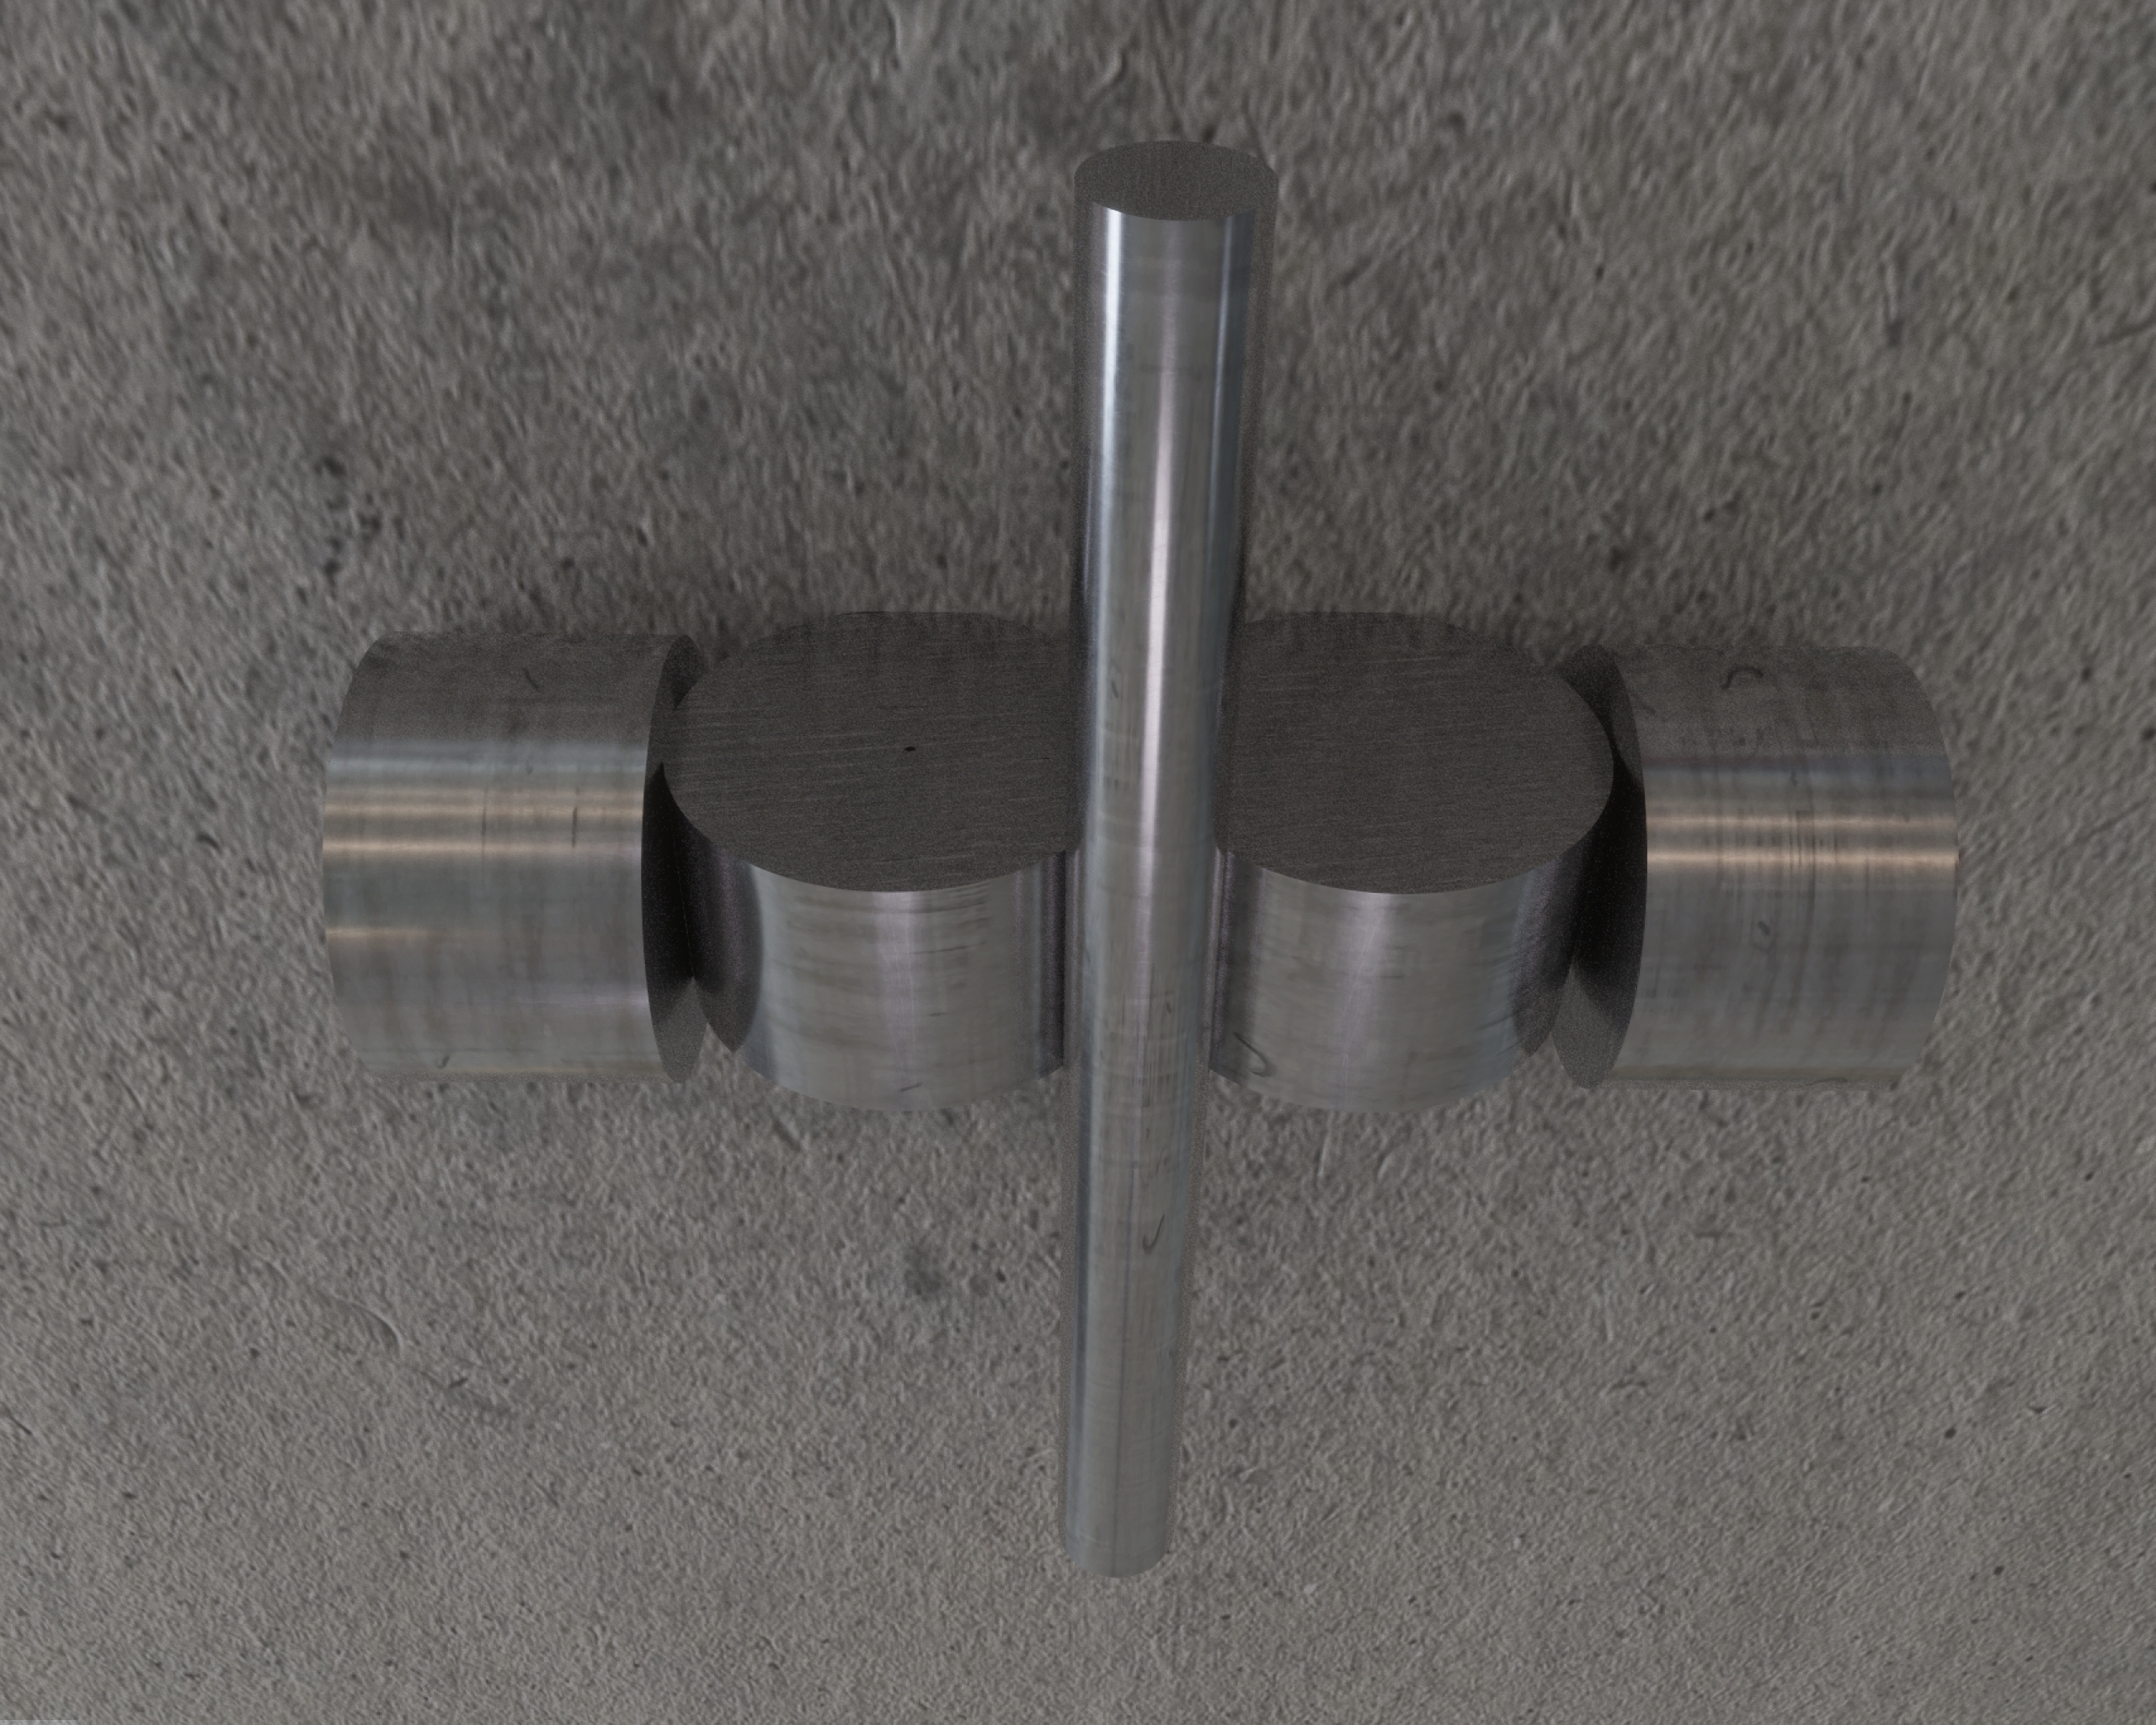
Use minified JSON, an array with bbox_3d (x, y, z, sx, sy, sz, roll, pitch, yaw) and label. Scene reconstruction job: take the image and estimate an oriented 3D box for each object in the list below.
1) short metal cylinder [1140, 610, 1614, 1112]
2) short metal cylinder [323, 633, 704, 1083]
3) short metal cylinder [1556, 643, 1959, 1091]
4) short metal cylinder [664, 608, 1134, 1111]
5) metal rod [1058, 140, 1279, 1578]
[{"bbox_3d":[0.050,-0.002,0.371,0.081,0.080,0.050,1,130,-1],"label":"short metal cylinder"},{"bbox_3d":[-0.095,-0.001,0.371,0.050,0.080,0.079,1,130,-1],"label":"short metal cylinder"},{"bbox_3d":[0.116,0.001,0.375,0.050,0.080,0.079,1,130,-1],"label":"short metal cylinder"},{"bbox_3d":[-0.030,-0.002,0.371,0.081,0.080,0.050,1,130,-1],"label":"short metal cylinder"},{"bbox_3d":[0.010,0.029,0.353,0.025,0.025,0.298,0,130,-1],"label":"metal rod"}]
